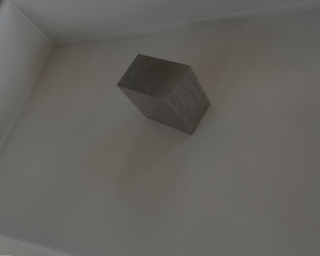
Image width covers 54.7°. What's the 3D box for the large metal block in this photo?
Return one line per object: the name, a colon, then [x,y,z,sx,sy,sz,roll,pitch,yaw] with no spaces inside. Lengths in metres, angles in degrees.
large metal block: [0.007,-0.042,0.391,0.080,0.080,0.050,22,74,35]
